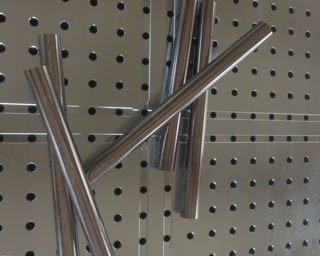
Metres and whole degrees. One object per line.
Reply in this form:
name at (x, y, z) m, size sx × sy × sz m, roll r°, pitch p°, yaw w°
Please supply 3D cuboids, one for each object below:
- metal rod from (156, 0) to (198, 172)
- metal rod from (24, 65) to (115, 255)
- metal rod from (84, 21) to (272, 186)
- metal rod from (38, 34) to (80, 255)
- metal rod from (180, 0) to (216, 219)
metal rod at (0.028, -0.091, 0.422) m, size 0.025 × 0.025 × 0.299 m, roll 9°, pitch 87°, yaw -20°
metal rod at (-0.090, 0.077, 0.358) m, size 0.025 × 0.025 × 0.299 m, roll -20°, pitch 105°, yaw -19°
metal rod at (0.023, -0.034, 0.393) m, size 0.301 × 0.025 × 0.025 m, roll -40°, pitch 103°, yaw -5°
metal rod at (-0.118, 0.041, 0.368) m, size 0.025 × 0.025 × 0.298 m, roll -5°, pitch 92°, yaw -20°
metal rod at (0.053, -0.026, 0.431) m, size 0.025 × 0.025 × 0.298 m, roll 6°, pitch 88°, yaw -20°
